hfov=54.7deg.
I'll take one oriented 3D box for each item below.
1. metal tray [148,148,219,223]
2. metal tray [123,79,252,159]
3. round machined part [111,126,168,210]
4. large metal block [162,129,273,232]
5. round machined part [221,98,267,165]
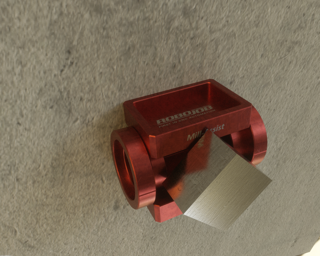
[{"bbox_3d":[0.036,0.067,0.427,0.131,0.090,0.030,-16,125,-20],"label":"metal tray"},{"bbox_3d":[0.032,-0.017,0.376,0.131,0.090,0.030,-17,126,-19],"label":"metal tray"},{"bbox_3d":[-0.024,0.045,0.377,0.042,0.098,0.097,-15,125,-21],"label":"round machined part"},{"bbox_3d":[0.064,0.060,0.347,0.080,0.050,0.080,34,99,-39],"label":"large metal block"},{"bbox_3d":[0.096,0.010,0.421,0.042,0.098,0.097,-15,125,-21],"label":"round machined part"}]
